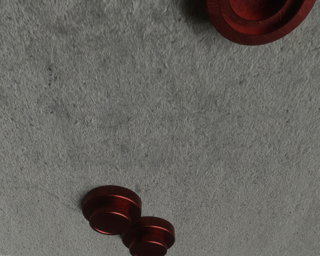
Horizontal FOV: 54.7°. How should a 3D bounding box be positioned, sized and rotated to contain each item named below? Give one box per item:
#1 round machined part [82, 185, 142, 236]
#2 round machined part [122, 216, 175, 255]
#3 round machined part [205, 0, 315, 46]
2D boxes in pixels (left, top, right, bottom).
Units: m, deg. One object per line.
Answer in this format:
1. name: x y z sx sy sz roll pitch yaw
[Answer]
1. round machined part: -0.081 0.143 0.517 0.099 0.042 0.097 0 130 0
2. round machined part: -0.021 0.210 0.574 0.099 0.042 0.097 0 130 0
3. round machined part: 0.089 -0.130 0.286 0.099 0.042 0.097 0 130 0
